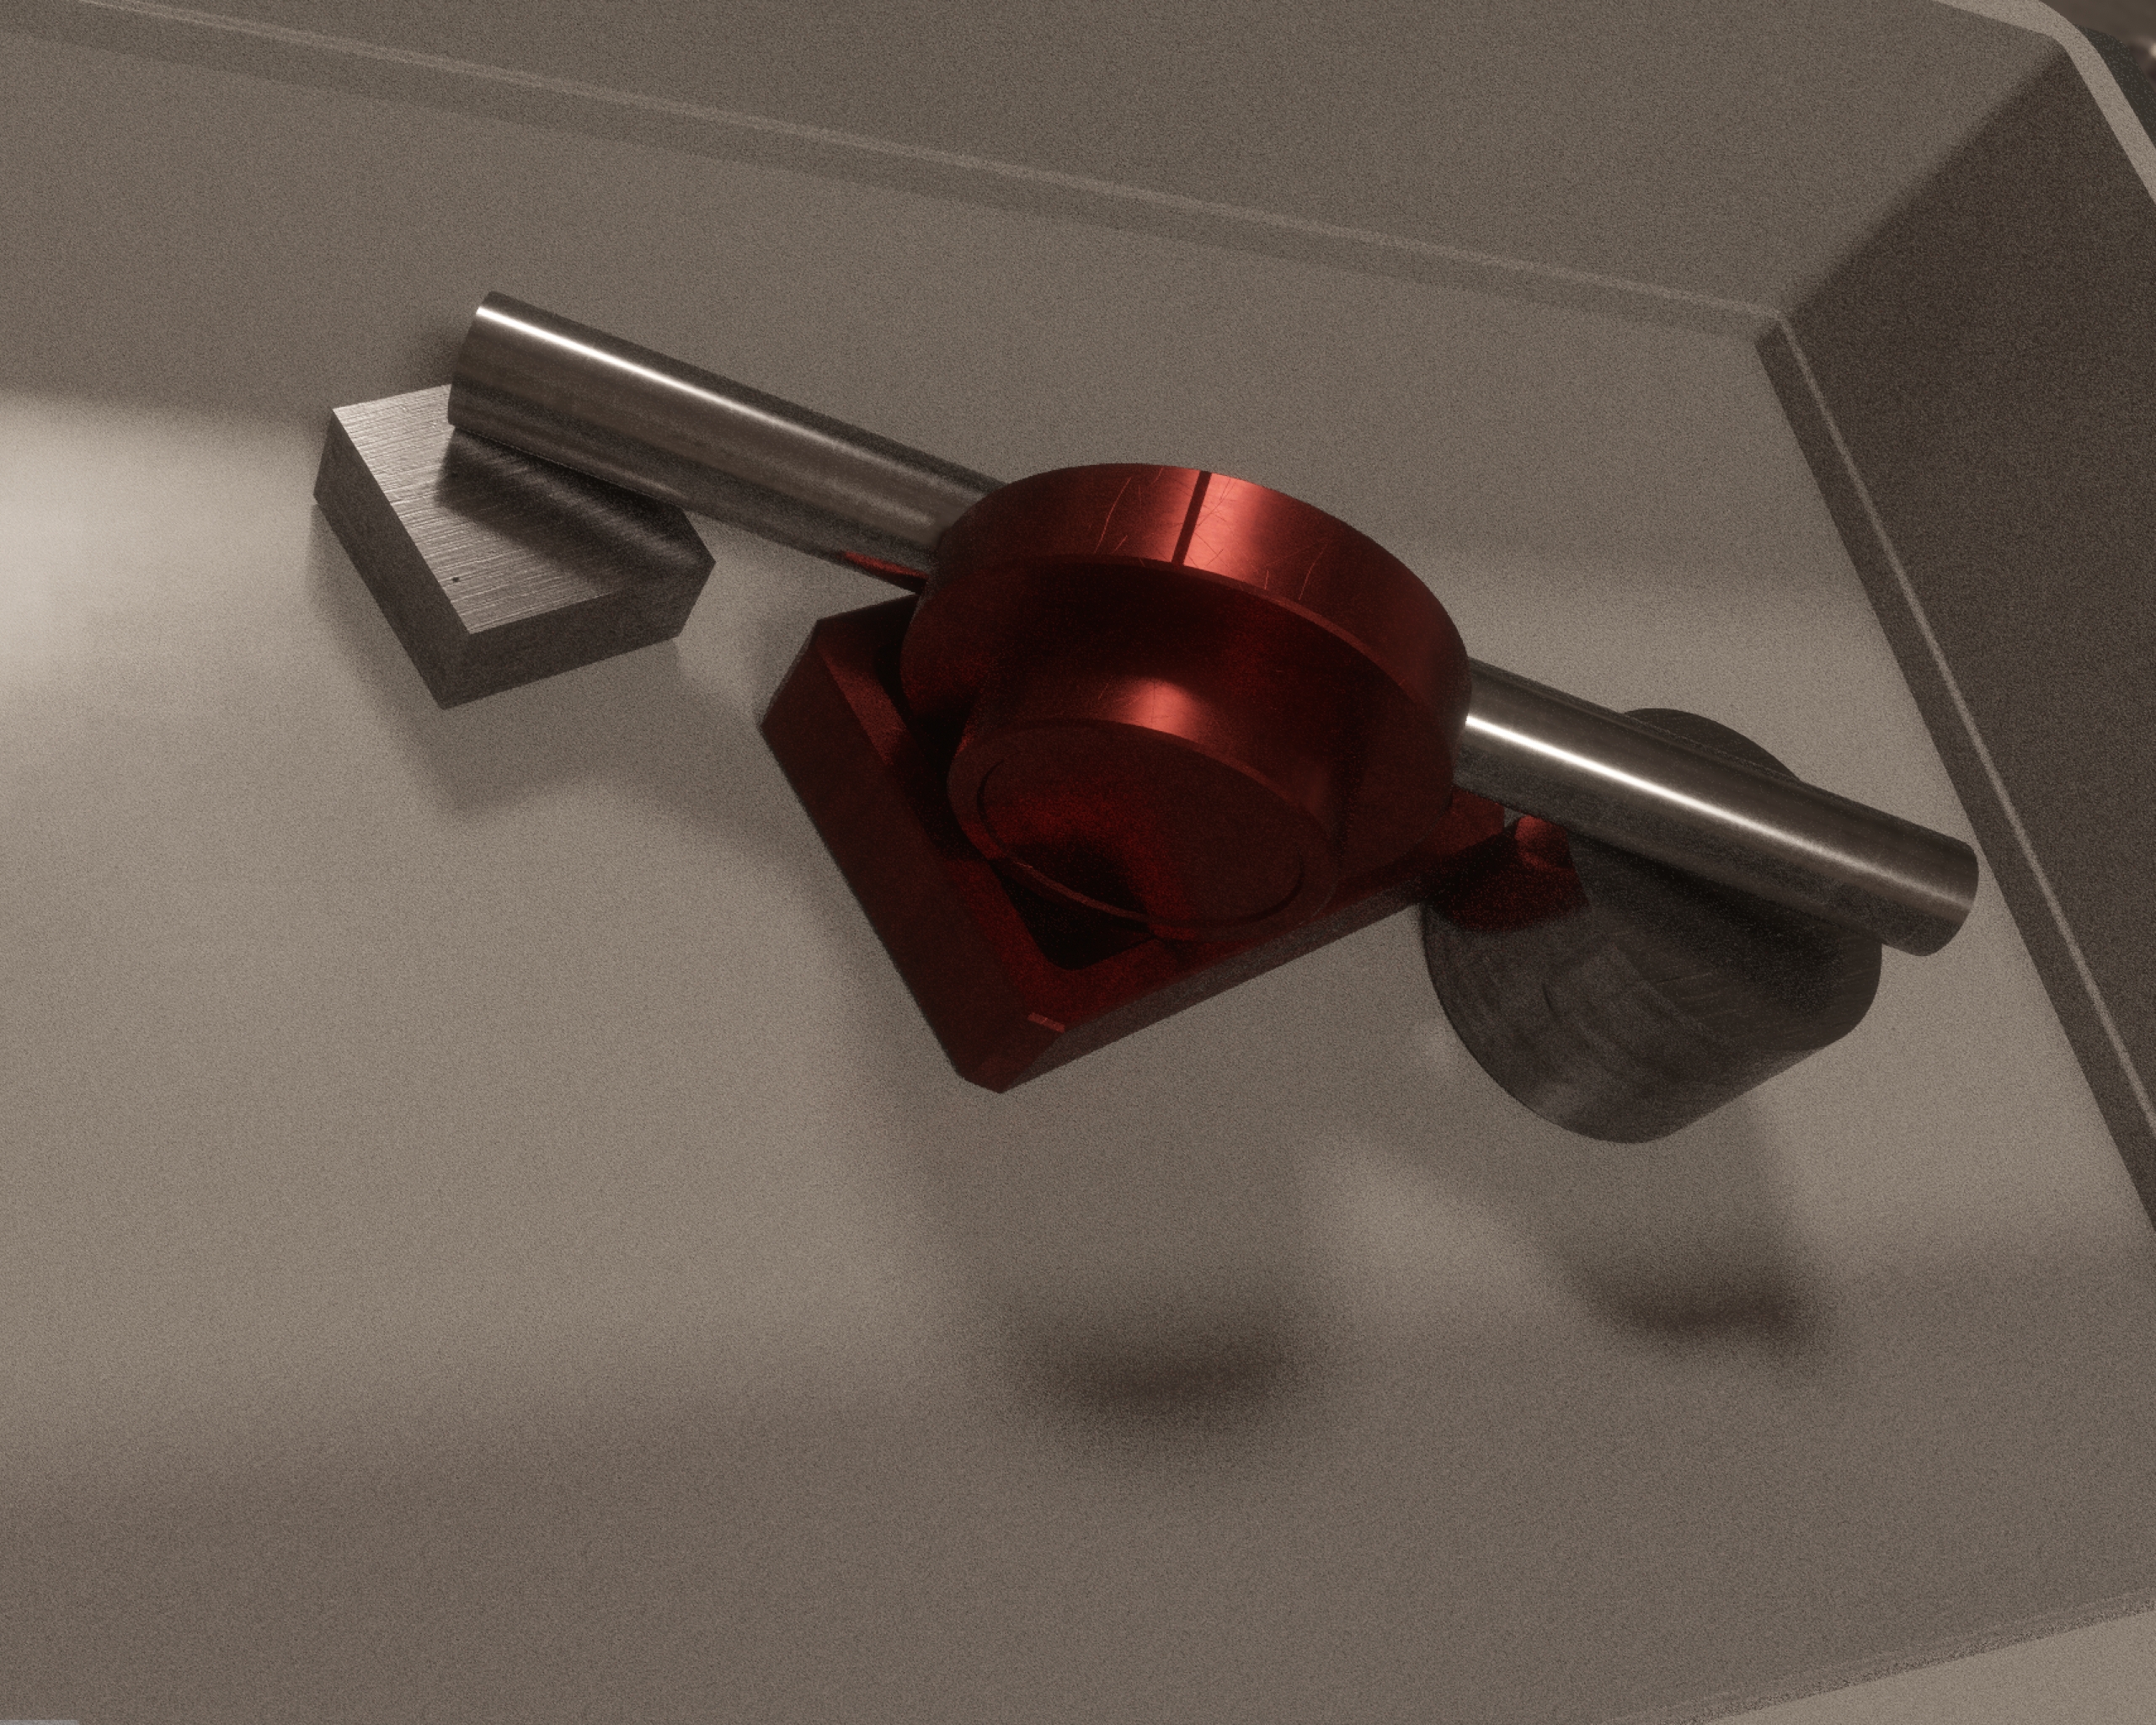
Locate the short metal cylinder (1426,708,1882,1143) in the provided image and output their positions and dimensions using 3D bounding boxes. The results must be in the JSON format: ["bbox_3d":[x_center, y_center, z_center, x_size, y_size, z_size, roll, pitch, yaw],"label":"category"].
[{"bbox_3d":[0.123,0.014,0.448,0.081,0.050,0.080,14,56,-21],"label":"short metal cylinder"}]

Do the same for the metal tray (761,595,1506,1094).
[{"bbox_3d":[0.014,-0.019,0.420,0.131,0.030,0.090,-21,73,-36],"label":"metal tray"}]

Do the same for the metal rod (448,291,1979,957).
[{"bbox_3d":[0.033,-0.041,0.396,0.302,0.025,0.025,19,54,-10],"label":"metal rod"}]

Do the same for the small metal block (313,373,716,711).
[{"bbox_3d":[-0.104,-0.062,0.386,0.050,0.025,0.050,-25,75,-37],"label":"small metal block"}]

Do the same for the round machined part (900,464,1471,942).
[{"bbox_3d":[0.016,-0.021,0.363,0.099,0.098,0.042,25,61,-14],"label":"round machined part"}]
